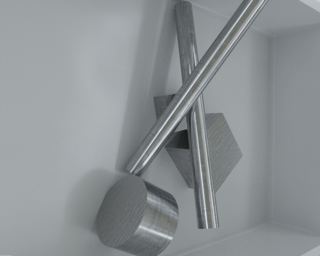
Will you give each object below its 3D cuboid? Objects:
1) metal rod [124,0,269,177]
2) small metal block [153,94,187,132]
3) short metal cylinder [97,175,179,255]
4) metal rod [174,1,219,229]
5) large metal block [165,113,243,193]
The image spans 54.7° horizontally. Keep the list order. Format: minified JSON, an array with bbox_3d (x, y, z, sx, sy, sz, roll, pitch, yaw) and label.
[{"bbox_3d":[0.054,-0.068,0.374,0.025,0.025,0.299,33,94,-36],"label":"metal rod"},{"bbox_3d":[0.022,-0.022,0.427,0.050,0.025,0.050,-14,99,-39],"label":"small metal block"},{"bbox_3d":[-0.026,0.100,0.351,0.050,0.080,0.080,35,68,-35],"label":"short metal cylinder"},{"bbox_3d":[0.044,-0.028,0.398,0.025,0.025,0.299,9,70,-40],"label":"metal rod"},{"bbox_3d":[0.066,0.034,0.448,0.080,0.050,0.080,-45,118,-31],"label":"large metal block"}]
